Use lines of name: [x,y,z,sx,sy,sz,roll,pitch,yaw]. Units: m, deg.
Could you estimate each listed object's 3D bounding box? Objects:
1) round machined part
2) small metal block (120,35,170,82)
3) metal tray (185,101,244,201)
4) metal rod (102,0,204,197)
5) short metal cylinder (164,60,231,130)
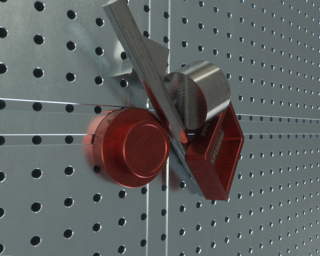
round machined part: [-0.027,0.024,0.376,0.099,0.042,0.097,0,90,-40]
small metal block: [-0.018,-0.085,0.396,0.050,0.025,0.050,17,79,-39]
metal tray: [0.085,0.028,0.452,0.090,0.030,0.130,61,40,-31]
metal rod: [0.010,-0.018,0.398,0.025,0.025,0.299,-47,126,-30]
short metal cylinder: [0.046,-0.044,0.414,0.050,0.080,0.080,-32,110,-36]
